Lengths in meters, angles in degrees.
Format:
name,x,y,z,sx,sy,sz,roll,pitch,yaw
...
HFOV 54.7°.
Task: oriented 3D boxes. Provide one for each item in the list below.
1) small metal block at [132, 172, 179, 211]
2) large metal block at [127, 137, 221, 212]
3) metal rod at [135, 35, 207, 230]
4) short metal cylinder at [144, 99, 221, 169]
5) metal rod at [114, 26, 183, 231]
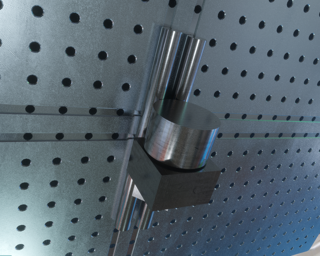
name,x,y,z,sx,sy,sz,roll,pitch,yaw
small metal block,-0.002,0.077,0.414,0.050,0.050,0.025,-46,154,-63
large metal block,0.014,0.053,0.385,0.081,0.080,0.050,0,118,-29
metal rod,0.008,0.022,0.433,0.025,0.025,0.298,1,118,-29
short metal cylinder,0.025,0.005,0.367,0.081,0.080,0.050,1,118,-29
metal rod,-0.022,0.018,0.414,0.025,0.025,0.298,1,118,-29
